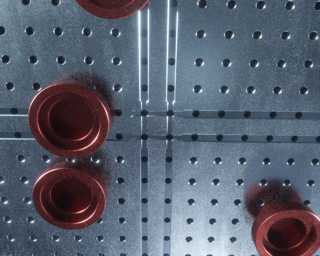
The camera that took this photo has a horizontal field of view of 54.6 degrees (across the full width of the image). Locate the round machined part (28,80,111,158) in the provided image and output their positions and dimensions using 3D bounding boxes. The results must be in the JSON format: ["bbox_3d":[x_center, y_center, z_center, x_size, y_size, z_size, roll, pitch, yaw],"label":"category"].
[{"bbox_3d":[-0.111,-0.014,0.398,0.099,0.042,0.097,0,110,0],"label":"round machined part"}]

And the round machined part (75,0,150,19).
[{"bbox_3d":[-0.052,-0.171,0.341,0.099,0.042,0.097,0,110,0],"label":"round machined part"}]

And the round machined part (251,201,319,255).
[{"bbox_3d":[0.185,0.150,0.461,0.099,0.042,0.097,0,110,0],"label":"round machined part"}]

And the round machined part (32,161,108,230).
[{"bbox_3d":[-0.123,0.090,0.437,0.099,0.042,0.097,0,110,0],"label":"round machined part"}]
